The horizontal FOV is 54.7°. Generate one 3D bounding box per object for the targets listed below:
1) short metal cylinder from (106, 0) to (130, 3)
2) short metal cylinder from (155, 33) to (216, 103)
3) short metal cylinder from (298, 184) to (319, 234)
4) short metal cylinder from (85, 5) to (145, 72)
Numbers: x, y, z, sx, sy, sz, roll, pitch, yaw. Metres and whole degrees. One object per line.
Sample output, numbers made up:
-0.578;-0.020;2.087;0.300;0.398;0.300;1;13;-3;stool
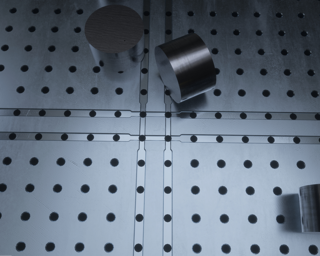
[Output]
-0.068;-0.248;0.488;0.081;0.050;0.080;0;70;-1;short metal cylinder
0.032;-0.079;0.412;0.050;0.080;0.080;-24;72;-9;short metal cylinder
0.202;0.094;0.351;0.081;0.080;0.050;4;70;1;short metal cylinder
-0.062;-0.127;0.444;0.081;0.050;0.080;0;70;0;short metal cylinder
